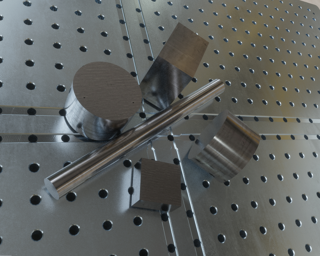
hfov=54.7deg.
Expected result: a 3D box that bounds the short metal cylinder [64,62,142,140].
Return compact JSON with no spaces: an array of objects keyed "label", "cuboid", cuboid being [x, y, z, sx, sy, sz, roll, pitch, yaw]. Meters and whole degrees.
[{"label":"short metal cylinder","cuboid":[-0.068,-0.032,0.370,0.081,0.050,0.080,14,56,-21]}]

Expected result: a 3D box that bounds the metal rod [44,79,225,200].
[{"label":"metal rod","cuboid":[-0.008,-0.003,0.401,0.302,0.025,0.025,-32,80,-38]}]

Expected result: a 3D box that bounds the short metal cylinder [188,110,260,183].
[{"label":"short metal cylinder","cuboid":[0.081,0.023,0.398,0.050,0.080,0.080,38,51,-4]}]

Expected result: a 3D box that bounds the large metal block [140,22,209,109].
[{"label":"large metal block","cuboid":[0.016,-0.083,0.428,0.050,0.080,0.080,32,52,-8]}]

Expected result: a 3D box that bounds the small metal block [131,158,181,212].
[{"label":"small metal block","cuboid":[-0.004,0.067,0.361,0.050,0.025,0.050,14,56,-21]}]
